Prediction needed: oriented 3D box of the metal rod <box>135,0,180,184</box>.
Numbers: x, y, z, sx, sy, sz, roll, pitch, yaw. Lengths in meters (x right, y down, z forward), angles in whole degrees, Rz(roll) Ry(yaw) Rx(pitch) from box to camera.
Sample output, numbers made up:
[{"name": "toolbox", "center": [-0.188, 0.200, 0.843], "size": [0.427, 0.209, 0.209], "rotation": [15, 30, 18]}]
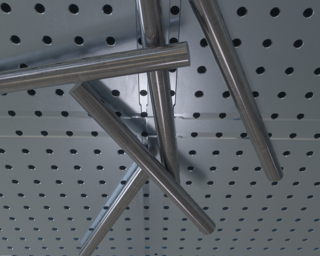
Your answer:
[{"name": "metal rod", "center": [0.003, -0.027, 0.387], "size": [0.025, 0.025, 0.299], "rotation": [-5, 130, 4]}]

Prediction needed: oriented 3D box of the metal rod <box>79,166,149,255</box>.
[{"name": "metal rod", "center": [-0.083, 0.151, 0.538], "size": [0.025, 0.025, 0.298], "rotation": [21, 127, -17]}]

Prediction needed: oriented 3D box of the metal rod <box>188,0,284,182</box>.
[{"name": "metal rod", "center": [0.107, -0.029, 0.387], "size": [0.025, 0.025, 0.300], "rotation": [-22, 127, 17]}]

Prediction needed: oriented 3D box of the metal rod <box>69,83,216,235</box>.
[{"name": "metal rod", "center": [-0.011, 0.054, 0.430], "size": [0.025, 0.025, 0.300], "rotation": [-30, 116, 22]}]

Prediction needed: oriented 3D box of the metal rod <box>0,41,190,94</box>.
[{"name": "metal rod", "center": [-0.118, -0.058, 0.341], "size": [0.301, 0.025, 0.025], "rotation": [-6, 130, 12]}]
